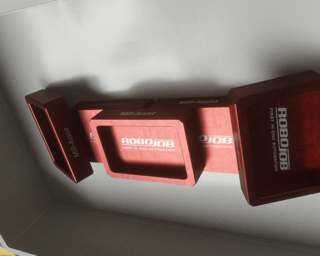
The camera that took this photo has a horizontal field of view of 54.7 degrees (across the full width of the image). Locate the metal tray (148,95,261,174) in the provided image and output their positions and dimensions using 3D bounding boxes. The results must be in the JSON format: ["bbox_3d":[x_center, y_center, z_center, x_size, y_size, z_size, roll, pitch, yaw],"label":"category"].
[{"bbox_3d":[0.055,0.009,0.381,0.130,0.030,0.089,0,119,28],"label":"metal tray"}]

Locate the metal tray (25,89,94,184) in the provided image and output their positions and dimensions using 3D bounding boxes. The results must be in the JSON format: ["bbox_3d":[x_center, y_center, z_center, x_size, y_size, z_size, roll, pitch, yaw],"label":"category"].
[{"bbox_3d":[-0.152,0.011,0.467,0.090,0.030,0.129,19,131,49],"label":"metal tray"}]

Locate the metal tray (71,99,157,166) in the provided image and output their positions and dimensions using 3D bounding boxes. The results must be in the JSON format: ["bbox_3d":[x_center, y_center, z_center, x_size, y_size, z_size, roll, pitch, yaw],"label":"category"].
[{"bbox_3d":[-0.061,0.007,0.441,0.130,0.030,0.089,0,119,28],"label":"metal tray"}]

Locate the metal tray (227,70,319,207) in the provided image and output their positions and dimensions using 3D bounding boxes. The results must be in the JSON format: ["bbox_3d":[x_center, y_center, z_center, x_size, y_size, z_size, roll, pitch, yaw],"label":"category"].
[{"bbox_3d":[0.126,0.014,0.321,0.090,0.030,0.129,-13,115,3],"label":"metal tray"}]

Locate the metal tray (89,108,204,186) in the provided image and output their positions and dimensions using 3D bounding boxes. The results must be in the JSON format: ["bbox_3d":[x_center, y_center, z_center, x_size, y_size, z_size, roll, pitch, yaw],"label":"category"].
[{"bbox_3d":[-0.017,0.022,0.387,0.130,0.030,0.089,1,118,28],"label":"metal tray"}]
